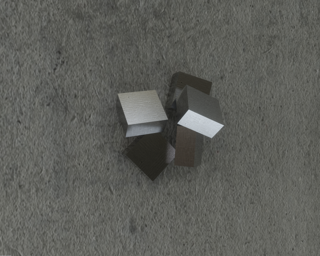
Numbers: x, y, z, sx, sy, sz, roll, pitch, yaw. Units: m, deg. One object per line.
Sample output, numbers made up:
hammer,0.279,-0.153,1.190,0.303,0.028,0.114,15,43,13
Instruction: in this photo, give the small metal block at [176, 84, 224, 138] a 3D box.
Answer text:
small metal block,0.049,-0.021,0.389,0.050,0.025,0.050,23,39,-19

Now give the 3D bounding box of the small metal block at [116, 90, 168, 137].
small metal block,-0.024,-0.019,0.389,0.050,0.025,0.050,-8,55,-21

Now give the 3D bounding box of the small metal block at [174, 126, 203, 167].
small metal block,0.039,0.024,0.410,0.025,0.050,0.050,4,88,18

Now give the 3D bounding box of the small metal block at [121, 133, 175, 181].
small metal block,-0.013,0.033,0.407,0.050,0.025,0.050,-47,105,-14

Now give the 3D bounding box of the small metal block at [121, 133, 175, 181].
small metal block,-0.013,0.033,0.407,0.050,0.025,0.050,-47,105,-14

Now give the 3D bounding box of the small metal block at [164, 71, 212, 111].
small metal block,0.039,-0.045,0.426,0.050,0.025,0.050,15,85,-20
